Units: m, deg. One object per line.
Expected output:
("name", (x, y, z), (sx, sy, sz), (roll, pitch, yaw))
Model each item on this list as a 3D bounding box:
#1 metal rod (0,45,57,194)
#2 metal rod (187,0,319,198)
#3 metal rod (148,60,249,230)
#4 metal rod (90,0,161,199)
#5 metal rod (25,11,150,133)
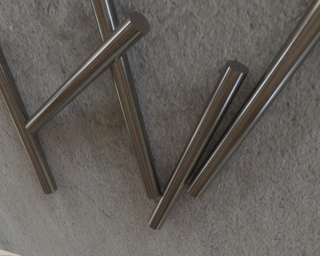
("metal rod", (-0.231, -0.013, 0.517), (0.025, 0.025, 0.298), (4, 120, 26))
("metal rod", (0.101, -0.018, 0.341), (0.025, 0.025, 0.298), (32, 128, 7))
("metal rod", (0.037, 0.045, 0.414), (0.025, 0.025, 0.298), (29, 128, 9))
("metal rod", (-0.040, -0.031, 0.407), (0.025, 0.025, 0.298), (1, 119, 27))
("metal rod", (-0.115, -0.054, 0.409), (0.299, 0.025, 0.025), (-28, 103, 44))
